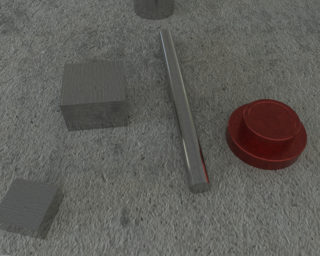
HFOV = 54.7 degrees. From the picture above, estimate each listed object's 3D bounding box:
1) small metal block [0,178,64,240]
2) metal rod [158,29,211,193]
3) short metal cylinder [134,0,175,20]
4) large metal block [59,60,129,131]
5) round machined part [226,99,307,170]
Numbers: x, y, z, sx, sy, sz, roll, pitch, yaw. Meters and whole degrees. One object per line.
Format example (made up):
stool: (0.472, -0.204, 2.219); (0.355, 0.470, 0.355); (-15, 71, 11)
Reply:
small metal block: (-0.139, 0.085, 0.330); (0.050, 0.025, 0.050); (10, 51, 8)
metal rod: (0.027, -0.047, 0.442); (0.025, 0.025, 0.300); (-5, 50, -5)
short metal cylinder: (-0.011, -0.253, 0.600); (0.081, 0.050, 0.080); (0, 50, 0)
large metal block: (-0.087, -0.045, 0.424); (0.081, 0.050, 0.080); (-5, 50, -5)
round machined part: (0.136, 0.001, 0.393); (0.099, 0.042, 0.098); (0, 50, 0)
